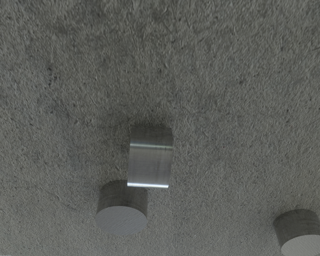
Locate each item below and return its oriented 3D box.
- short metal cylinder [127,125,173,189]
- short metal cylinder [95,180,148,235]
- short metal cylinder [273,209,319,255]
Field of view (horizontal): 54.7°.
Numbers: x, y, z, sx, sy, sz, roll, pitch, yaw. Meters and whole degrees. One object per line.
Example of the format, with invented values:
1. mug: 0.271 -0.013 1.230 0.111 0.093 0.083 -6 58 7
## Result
1. short metal cylinder: -0.014 0.037 0.402 0.050 0.080 0.079 4 130 -4
2. short metal cylinder: -0.060 0.129 0.500 0.081 0.050 0.079 0 130 0
3. short metal cylinder: 0.251 0.190 0.555 0.081 0.050 0.079 0 130 0
